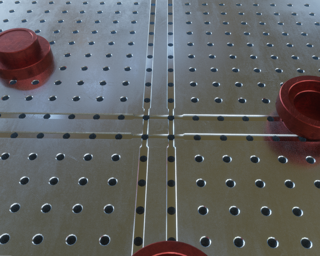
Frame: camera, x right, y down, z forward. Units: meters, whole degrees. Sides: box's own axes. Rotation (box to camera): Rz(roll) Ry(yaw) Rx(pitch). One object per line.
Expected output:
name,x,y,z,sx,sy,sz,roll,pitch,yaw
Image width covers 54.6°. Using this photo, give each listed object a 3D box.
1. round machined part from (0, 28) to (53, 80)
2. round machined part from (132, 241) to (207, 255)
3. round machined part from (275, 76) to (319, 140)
round machined part,-0.229,-0.125,0.501,0.099,0.042,0.098,0,50,0
round machined part,0.008,0.154,0.268,0.099,0.042,0.098,0,50,0
round machined part,0.206,-0.023,0.417,0.099,0.042,0.098,0,50,0
